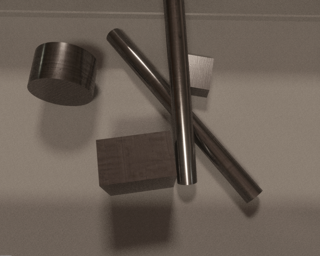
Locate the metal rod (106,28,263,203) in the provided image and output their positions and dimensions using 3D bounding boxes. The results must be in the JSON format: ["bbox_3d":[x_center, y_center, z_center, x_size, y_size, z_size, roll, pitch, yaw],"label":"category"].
[{"bbox_3d":[0.024,-0.027,0.419,0.025,0.025,0.300,-36,74,-12],"label":"metal rod"}]

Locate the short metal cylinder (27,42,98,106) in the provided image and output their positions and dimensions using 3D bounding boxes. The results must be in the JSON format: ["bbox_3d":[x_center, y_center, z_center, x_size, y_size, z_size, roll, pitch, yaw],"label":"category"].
[{"bbox_3d":[-0.125,-0.067,0.404,0.081,0.080,0.050,3,70,1],"label":"short metal cylinder"}]

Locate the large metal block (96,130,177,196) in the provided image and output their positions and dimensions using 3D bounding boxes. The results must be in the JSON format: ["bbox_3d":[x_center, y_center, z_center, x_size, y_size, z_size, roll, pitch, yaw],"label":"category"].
[{"bbox_3d":[-0.026,0.044,0.364,0.081,0.080,0.050,-7,71,-3],"label":"large metal block"}]

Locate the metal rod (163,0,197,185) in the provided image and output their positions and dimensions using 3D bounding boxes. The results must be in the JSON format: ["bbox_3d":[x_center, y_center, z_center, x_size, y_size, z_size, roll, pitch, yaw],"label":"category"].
[{"bbox_3d":[0.022,-0.080,0.374,0.025,0.025,0.298,-5,95,-2],"label":"metal rod"}]

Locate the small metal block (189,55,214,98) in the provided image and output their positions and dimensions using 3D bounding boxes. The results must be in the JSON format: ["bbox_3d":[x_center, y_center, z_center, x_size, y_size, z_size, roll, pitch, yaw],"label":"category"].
[{"bbox_3d":[0.046,-0.074,0.437,0.050,0.025,0.050,10,70,3],"label":"small metal block"}]
